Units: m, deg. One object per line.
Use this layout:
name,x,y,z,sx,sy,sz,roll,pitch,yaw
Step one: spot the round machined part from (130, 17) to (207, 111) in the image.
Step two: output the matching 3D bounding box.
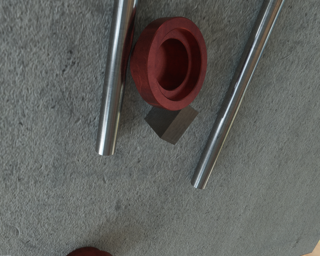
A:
round machined part,0.006,-0.070,0.340,0.099,0.042,0.097,-17,114,-44

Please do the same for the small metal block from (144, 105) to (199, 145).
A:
small metal block,0.013,-0.015,0.389,0.025,0.050,0.050,28,103,-38

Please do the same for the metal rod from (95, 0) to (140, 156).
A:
metal rod,-0.038,-0.103,0.322,0.025,0.025,0.298,-2,119,-28

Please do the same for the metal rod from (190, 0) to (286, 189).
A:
metal rod,0.104,-0.040,0.438,0.025,0.025,0.298,4,117,-30

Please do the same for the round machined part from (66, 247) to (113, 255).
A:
round machined part,-0.115,0.221,0.470,0.099,0.042,0.097,-14,124,-21
